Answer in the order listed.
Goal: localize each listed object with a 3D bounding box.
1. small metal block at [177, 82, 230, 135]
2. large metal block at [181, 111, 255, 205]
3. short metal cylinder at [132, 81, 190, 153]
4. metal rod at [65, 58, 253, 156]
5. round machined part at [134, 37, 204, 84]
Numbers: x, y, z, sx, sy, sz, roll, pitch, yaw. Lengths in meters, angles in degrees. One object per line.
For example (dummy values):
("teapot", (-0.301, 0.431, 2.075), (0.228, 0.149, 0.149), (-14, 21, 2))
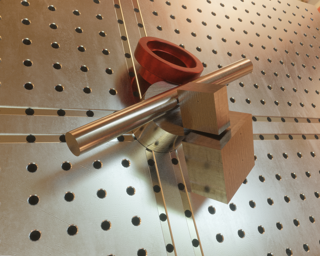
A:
("small metal block", (0.051, -0.024, 0.357), (0.025, 0.050, 0.050), (-34, 123, -38))
("large metal block", (0.076, 0.032, 0.386), (0.080, 0.050, 0.080), (-41, 130, -39))
("short metal cylinder", (0.008, -0.014, 0.406), (0.081, 0.050, 0.080), (14, 56, -21))
("metal rod", (0.025, -0.039, 0.382), (0.302, 0.025, 0.025), (-27, 77, -37))
("round machined part", (0.009, -0.088, 0.442), (0.099, 0.042, 0.098), (19, 31, -12))
